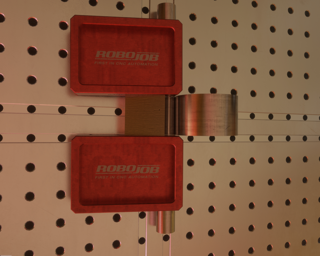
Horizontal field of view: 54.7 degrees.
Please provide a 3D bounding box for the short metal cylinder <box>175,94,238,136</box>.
[{"bbox_3d":[0.060,-0.016,0.402,0.081,0.080,0.050,0,90,-20],"label":"short metal cylinder"}]

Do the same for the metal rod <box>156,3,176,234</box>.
[{"bbox_3d":[0.008,-0.013,0.411,0.025,0.025,0.298,0,90,-20],"label":"metal rod"}]

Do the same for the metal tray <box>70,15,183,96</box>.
[{"bbox_3d":[-0.040,-0.085,0.377,0.131,0.030,0.089,0,90,-8],"label":"metal tray"}]

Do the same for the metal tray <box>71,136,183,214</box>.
[{"bbox_3d":[-0.039,0.054,0.377,0.131,0.030,0.089,0,90,-8],"label":"metal tray"}]

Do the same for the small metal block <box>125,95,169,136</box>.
[{"bbox_3d":[-0.016,-0.016,0.392,0.050,0.025,0.050,1,90,11],"label":"small metal block"}]
